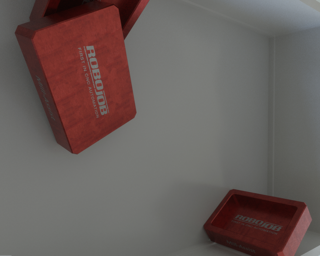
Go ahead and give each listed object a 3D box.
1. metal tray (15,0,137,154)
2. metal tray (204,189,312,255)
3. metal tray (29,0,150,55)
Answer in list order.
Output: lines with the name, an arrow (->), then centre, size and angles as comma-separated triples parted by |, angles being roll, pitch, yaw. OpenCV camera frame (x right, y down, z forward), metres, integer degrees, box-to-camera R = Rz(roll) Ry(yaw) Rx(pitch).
metal tray -> -0.074, -0.049, 0.310 | 0.091, 0.030, 0.129 | -36, 135, -33
metal tray -> 0.141, 0.141, 0.460 | 0.090, 0.130, 0.030 | -42, 116, -32
metal tray -> -0.058, -0.132, 0.295 | 0.091, 0.129, 0.030 | 3, 53, -40
